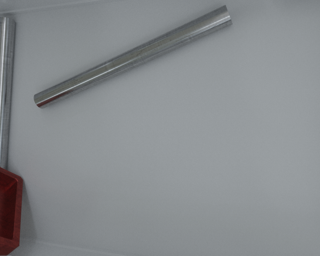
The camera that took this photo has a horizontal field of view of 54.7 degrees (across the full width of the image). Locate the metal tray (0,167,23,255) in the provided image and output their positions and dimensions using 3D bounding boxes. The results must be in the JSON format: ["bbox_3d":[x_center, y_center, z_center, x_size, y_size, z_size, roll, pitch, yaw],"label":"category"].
[{"bbox_3d":[-0.239,0.105,0.424,0.030,0.090,0.130,-40,40,11],"label":"metal tray"}]

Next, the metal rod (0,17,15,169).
[{"bbox_3d":[-0.256,-0.025,0.498,0.025,0.025,0.298,5,92,19],"label":"metal rod"}]

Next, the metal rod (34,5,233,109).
[{"bbox_3d":[-0.049,-0.090,0.426,0.300,0.025,0.025,-20,84,18],"label":"metal rod"}]
